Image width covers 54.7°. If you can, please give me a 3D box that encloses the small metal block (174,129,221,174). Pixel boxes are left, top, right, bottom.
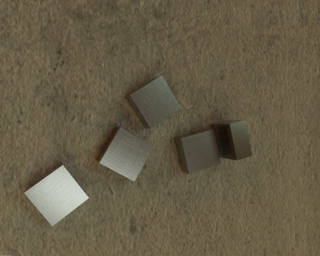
[{"bbox_3d":[0.052,0.032,0.430,0.050,0.025,0.050,-15,95,-20],"label":"small metal block"}]

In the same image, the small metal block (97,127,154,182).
[{"bbox_3d":[-0.044,0.033,0.394,0.050,0.025,0.050,32,79,-18],"label":"small metal block"}]

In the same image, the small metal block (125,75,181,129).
[{"bbox_3d":[-0.009,-0.034,0.407,0.050,0.025,0.050,-34,102,-17],"label":"small metal block"}]

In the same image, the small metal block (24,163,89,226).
[{"bbox_3d":[-0.121,0.077,0.365,0.050,0.025,0.050,-38,102,-16],"label":"small metal block"}]

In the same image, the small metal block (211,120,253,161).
[{"bbox_3d":[0.099,0.016,0.434,0.025,0.050,0.050,-14,95,-20],"label":"small metal block"}]
